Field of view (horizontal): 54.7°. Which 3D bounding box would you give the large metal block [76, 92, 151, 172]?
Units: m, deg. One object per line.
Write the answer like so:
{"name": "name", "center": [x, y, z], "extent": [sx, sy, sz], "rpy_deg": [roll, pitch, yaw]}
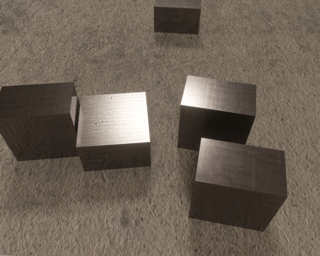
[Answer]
{"name": "large metal block", "center": [-0.055, 0.003, 0.383], "extent": [0.081, 0.050, 0.080], "rpy_deg": [-4, 50, -4]}

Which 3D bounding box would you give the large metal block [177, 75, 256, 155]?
{"name": "large metal block", "center": [0.067, -0.012, 0.379], "extent": [0.080, 0.080, 0.050], "rpy_deg": [9, 51, 7]}

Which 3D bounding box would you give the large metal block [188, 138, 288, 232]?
{"name": "large metal block", "center": [0.076, 0.060, 0.318], "extent": [0.080, 0.080, 0.050], "rpy_deg": [9, 51, 7]}

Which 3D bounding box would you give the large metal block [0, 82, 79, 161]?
{"name": "large metal block", "center": [-0.138, -0.006, 0.371], "extent": [0.081, 0.080, 0.050], "rpy_deg": [-4, 50, -4]}

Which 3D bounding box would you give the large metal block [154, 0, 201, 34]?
{"name": "large metal block", "center": [0.033, -0.220, 0.572], "extent": [0.080, 0.050, 0.080], "rpy_deg": [4, 50, 3]}
